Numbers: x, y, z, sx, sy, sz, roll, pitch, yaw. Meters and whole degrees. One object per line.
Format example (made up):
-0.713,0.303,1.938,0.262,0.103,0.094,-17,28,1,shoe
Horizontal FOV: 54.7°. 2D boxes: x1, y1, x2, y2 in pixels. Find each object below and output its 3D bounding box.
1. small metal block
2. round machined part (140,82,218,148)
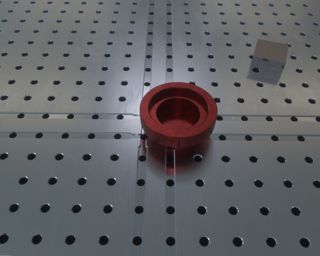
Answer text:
0.179,-0.117,0.508,0.050,0.025,0.050,15,52,12,small metal block
0.023,-0.012,0.407,0.099,0.042,0.098,0,50,0,round machined part
